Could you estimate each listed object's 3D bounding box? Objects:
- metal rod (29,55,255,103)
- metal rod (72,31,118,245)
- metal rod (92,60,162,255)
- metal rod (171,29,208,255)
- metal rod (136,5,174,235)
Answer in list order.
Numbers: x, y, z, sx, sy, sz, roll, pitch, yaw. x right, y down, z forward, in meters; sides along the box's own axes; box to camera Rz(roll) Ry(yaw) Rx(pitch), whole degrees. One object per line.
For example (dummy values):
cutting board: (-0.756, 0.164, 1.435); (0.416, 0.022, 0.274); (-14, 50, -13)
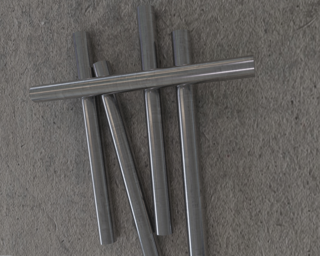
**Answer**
metal rod: (-0.037, -0.059, 0.394); (0.301, 0.025, 0.025); (-4, 89, 19)
metal rod: (-0.093, 0.012, 0.441); (0.025, 0.025, 0.298); (-9, 87, 20)
metal rod: (-0.043, 0.053, 0.424); (0.025, 0.025, 0.299); (-18, 84, 19)
metal rod: (0.038, 0.026, 0.395); (0.025, 0.025, 0.298); (-5, 88, 20)
metal rod: (-0.007, -0.012, 0.411); (0.025, 0.025, 0.298); (-6, 88, 20)
